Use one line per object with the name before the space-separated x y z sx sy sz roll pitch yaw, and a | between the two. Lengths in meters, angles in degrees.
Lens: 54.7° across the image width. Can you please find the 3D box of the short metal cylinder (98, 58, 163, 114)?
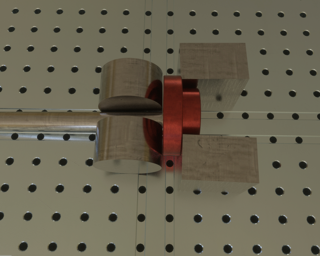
short metal cylinder | -0.037 -0.047 0.400 0.080 0.080 0.050 1 71 0

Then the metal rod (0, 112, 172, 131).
metal rod | -0.120 -0.009 0.402 0.302 0.025 0.025 0 70 4

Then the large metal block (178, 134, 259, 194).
large metal block | 0.064 0.045 0.367 0.080 0.080 0.050 3 70 1

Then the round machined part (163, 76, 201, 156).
round machined part | 0.025 -0.015 0.378 0.042 0.098 0.098 1 70 0

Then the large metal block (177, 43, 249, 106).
large metal block | 0.065 -0.067 0.408 0.081 0.080 0.050 0 70 0

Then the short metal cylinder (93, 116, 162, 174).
short metal cylinder | -0.038 0.023 0.373 0.080 0.080 0.050 1 71 0
